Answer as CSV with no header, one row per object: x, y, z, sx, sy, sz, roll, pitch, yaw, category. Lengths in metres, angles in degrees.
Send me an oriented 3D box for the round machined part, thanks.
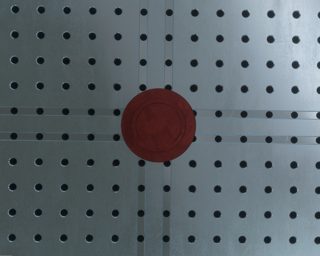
-0.002,-0.003,0.404,0.099,0.042,0.097,0,90,-1,round machined part
